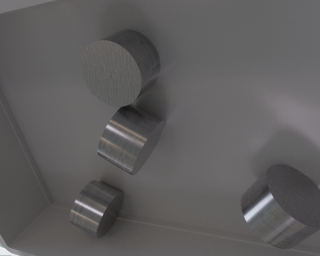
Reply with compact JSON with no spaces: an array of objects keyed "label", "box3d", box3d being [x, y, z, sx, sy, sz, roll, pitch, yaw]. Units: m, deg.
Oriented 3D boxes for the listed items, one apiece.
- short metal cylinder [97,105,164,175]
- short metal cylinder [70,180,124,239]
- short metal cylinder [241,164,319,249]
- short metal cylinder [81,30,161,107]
[{"label":"short metal cylinder","box3d":[-0.036,0.014,0.401,0.050,0.080,0.079,29,128,10]},{"label":"short metal cylinder","box3d":[-0.102,0.132,0.509,0.050,0.080,0.079,23,127,14]},{"label":"short metal cylinder","box3d":[0.141,0.088,0.353,0.080,0.080,0.050,34,129,6]},{"label":"short metal cylinder","box3d":[-0.046,-0.072,0.372,0.080,0.050,0.079,13,124,21]}]
